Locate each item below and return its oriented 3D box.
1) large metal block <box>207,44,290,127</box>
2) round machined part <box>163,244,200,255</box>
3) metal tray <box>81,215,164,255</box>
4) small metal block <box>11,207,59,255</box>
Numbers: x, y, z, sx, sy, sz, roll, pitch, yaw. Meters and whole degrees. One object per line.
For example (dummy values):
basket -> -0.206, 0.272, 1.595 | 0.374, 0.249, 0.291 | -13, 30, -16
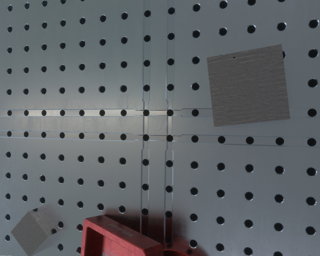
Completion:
large metal block -> 0.104, -0.045, 0.363 | 0.080, 0.050, 0.080 | -6, 88, 20
round machined part -> 0.017, 0.205, 0.398 | 0.098, 0.042, 0.097 | 0, 90, 20
metal tray -> -0.055, 0.176, 0.401 | 0.130, 0.030, 0.089 | 7, 93, 45
small metal block -> -0.195, 0.161, 0.481 | 0.050, 0.025, 0.050 | 46, 104, 14
